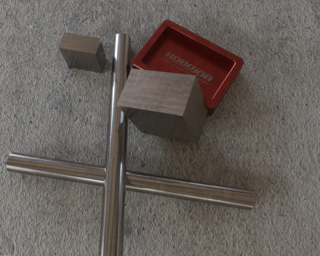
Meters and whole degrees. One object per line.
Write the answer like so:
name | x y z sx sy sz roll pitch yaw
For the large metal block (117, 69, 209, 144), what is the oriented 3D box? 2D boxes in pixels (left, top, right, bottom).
large metal block | 0.007 -0.025 0.377 0.080 0.080 0.050 11 70 23

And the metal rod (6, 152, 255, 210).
metal rod | -0.038 0.065 0.383 0.302 0.025 0.025 9 70 2

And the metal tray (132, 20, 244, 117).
metal tray | 0.039 -0.086 0.437 0.130 0.030 0.090 31 73 10

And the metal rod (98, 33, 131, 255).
metal rod | -0.053 0.002 0.386 0.025 0.025 0.299 -1 62 -1

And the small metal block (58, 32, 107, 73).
small metal block | -0.106 -0.104 0.431 0.050 0.050 0.025 10 71 3
